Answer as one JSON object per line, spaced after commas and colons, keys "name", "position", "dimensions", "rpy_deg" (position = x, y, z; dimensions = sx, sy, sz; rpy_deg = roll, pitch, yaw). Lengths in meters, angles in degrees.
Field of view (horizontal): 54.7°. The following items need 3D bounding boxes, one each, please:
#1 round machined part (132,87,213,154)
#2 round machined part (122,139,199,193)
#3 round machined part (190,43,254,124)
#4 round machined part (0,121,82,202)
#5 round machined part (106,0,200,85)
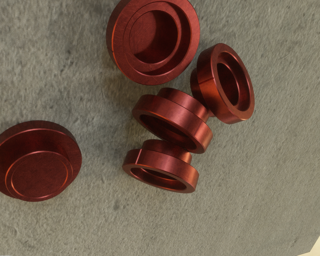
{"name": "round machined part", "position": [0.019, -0.012, 0.369], "dimensions": [0.098, 0.098, 0.042], "rpy_deg": [42, 71, -40]}
{"name": "round machined part", "position": [0.004, 0.048, 0.406], "dimensions": [0.098, 0.098, 0.042], "rpy_deg": [39, 60, -40]}
{"name": "round machined part", "position": [0.074, -0.051, 0.384], "dimensions": [0.042, 0.098, 0.098], "rpy_deg": [-20, 143, 39]}
{"name": "round machined part", "position": [-0.137, 0.044, 0.349], "dimensions": [0.099, 0.042, 0.097], "rpy_deg": [-14, 125, -21]}
{"name": "round machined part", "position": [-0.010, -0.098, 0.331], "dimensions": [0.099, 0.042, 0.097], "rpy_deg": [-14, 125, -21]}
